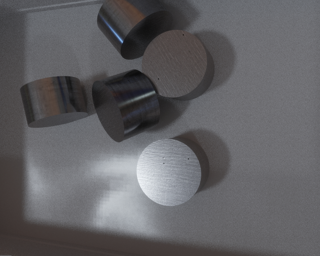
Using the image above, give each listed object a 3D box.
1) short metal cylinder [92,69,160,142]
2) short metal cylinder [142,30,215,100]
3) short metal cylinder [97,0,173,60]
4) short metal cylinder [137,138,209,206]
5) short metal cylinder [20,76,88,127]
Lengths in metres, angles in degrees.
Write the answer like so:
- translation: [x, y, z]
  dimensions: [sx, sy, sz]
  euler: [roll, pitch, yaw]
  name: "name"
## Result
- translation: [-0.044, -0.028, 0.389]
  dimensions: [0.080, 0.050, 0.079]
  euler: [40, 143, 40]
  name: "short metal cylinder"
- translation: [0.024, -0.076, 0.388]
  dimensions: [0.080, 0.050, 0.079]
  euler: [0, 90, 19]
  name: "short metal cylinder"
- translation: [-0.031, -0.133, 0.391]
  dimensions: [0.080, 0.080, 0.050]
  euler: [-42, 77, 15]
  name: "short metal cylinder"
- translation: [0.018, 0.052, 0.390]
  dimensions: [0.080, 0.050, 0.079]
  euler: [0, 90, 19]
  name: "short metal cylinder"
- translation: [-0.147, -0.035, 0.431]
  dimensions: [0.080, 0.080, 0.050]
  euler: [-16, 85, 19]
  name: "short metal cylinder"
